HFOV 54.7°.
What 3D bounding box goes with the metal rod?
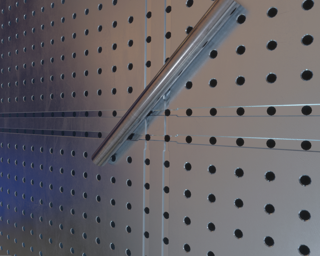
[{"bbox_3d":[-0.008,-0.047,0.414,0.299,0.025,0.025,-48,62,29],"label":"metal rod"}]
